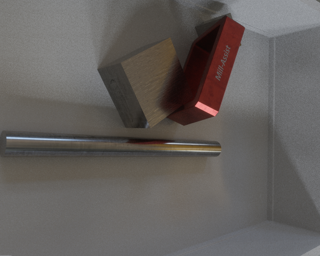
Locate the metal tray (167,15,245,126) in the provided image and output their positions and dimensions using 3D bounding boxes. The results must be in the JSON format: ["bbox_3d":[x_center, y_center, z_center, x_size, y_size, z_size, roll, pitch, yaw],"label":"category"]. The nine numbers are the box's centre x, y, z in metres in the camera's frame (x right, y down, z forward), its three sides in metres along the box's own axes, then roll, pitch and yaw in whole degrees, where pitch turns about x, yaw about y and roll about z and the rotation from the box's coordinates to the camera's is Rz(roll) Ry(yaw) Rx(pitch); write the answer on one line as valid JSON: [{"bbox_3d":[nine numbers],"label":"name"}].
[{"bbox_3d":[0.058,-0.072,0.411,0.030,0.090,0.130,25,73,-17],"label":"metal tray"}]

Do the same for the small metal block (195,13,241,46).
[{"bbox_3d":[0.087,-0.138,0.466,0.025,0.050,0.050,-40,115,-34],"label":"small metal block"}]

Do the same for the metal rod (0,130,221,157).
[{"bbox_3d":[-0.030,0.024,0.383,0.302,0.025,0.025,4,87,-40],"label":"metal rod"}]

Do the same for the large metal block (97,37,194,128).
[{"bbox_3d":[-0.015,-0.054,0.379,0.080,0.050,0.080,-37,113,-34],"label":"large metal block"}]
